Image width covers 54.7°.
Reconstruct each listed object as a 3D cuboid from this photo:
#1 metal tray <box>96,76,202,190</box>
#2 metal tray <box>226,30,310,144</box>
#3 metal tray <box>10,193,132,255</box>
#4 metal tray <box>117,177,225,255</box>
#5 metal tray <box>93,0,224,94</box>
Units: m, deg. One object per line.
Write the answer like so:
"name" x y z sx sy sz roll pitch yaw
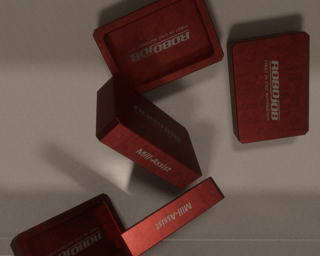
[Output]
"metal tray" -0.012 0.006 0.357 0.030 0.090 0.130 -41 124 21
"metal tray" 0.137 -0.050 0.392 0.091 0.030 0.129 -9 110 2
"metal tray" -0.107 0.151 0.398 0.030 0.131 0.090 -39 76 44
"metal tray" 0.010 0.114 0.393 0.131 0.090 0.030 -29 78 -16
"metal tray" -0.001 -0.100 0.371 0.130 0.030 0.090 -22 109 7
